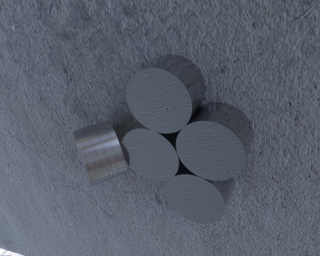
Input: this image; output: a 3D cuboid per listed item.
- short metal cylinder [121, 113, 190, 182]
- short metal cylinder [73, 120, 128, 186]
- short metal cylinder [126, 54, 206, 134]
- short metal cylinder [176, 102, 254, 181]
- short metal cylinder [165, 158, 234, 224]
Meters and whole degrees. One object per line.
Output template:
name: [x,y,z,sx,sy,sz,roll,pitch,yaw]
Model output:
short metal cylinder: [-0.003,0.023,0.408,0.080,0.050,0.079,13,124,21]
short metal cylinder: [-0.083,0.034,0.430,0.080,0.050,0.080,161,90,-76]
short metal cylinder: [0.008,-0.040,0.363,0.080,0.050,0.079,13,124,21]
short metal cylinder: [0.066,0.015,0.367,0.080,0.050,0.079,13,124,21]
short metal cylinder: [0.054,0.079,0.413,0.080,0.050,0.079,13,124,21]
